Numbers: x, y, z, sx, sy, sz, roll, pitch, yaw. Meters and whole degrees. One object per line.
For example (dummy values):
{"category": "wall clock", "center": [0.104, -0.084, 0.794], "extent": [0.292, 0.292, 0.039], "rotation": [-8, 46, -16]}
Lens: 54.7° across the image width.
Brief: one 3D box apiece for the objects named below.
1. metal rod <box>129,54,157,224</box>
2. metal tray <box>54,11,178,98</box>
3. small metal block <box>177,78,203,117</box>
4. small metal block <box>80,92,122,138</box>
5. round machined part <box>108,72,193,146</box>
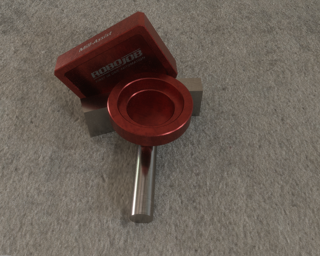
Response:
{"category": "metal rod", "center": [-0.014, -0.019, 0.421], "extent": [0.025, 0.025, 0.300], "rotation": [2, 50, 1]}
{"category": "metal tray", "center": [-0.055, -0.078, 0.397], "extent": [0.130, 0.090, 0.030], "rotation": [-23, 46, 19]}
{"category": "small metal block", "center": [0.030, -0.041, 0.423], "extent": [0.050, 0.050, 0.025], "rotation": [-1, 50, -2]}
{"category": "small metal block", "center": [-0.072, -0.018, 0.402], "extent": [0.050, 0.050, 0.025], "rotation": [-15, 52, -13]}
{"category": "round machined part", "center": [-0.011, -0.018, 0.373], "extent": [0.099, 0.042, 0.098], "rotation": [2, 53, -2]}
